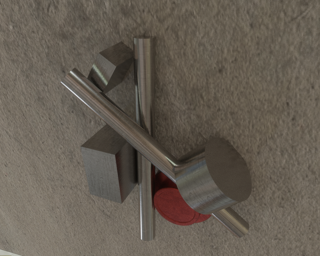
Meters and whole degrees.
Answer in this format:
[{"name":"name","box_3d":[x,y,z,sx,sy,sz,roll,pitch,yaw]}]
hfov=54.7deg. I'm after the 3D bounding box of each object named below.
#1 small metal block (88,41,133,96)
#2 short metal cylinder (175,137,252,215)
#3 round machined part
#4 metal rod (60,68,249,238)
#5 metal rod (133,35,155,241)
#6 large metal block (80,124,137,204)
[{"name":"small metal block","box_3d":[-0.059,-0.072,0.377,0.025,0.050,0.050,39,129,2]},{"name":"short metal cylinder","box_3d":[0.065,0.058,0.374,0.080,0.080,0.050,49,129,-6]},{"name":"round machined part","box_3d":[0.030,0.100,0.443,0.098,0.042,0.097,13,124,20]},{"name":"metal rod","box_3d":[0.003,0.039,0.385,0.300,0.025,0.025,43,130,-13]},{"name":"metal rod","box_3d":[-0.019,0.031,0.416,0.025,0.025,0.298,11,117,22]},{"name":"large metal block","box_3d":[-0.058,0.042,0.428,0.050,0.080,0.079,11,123,22]}]
